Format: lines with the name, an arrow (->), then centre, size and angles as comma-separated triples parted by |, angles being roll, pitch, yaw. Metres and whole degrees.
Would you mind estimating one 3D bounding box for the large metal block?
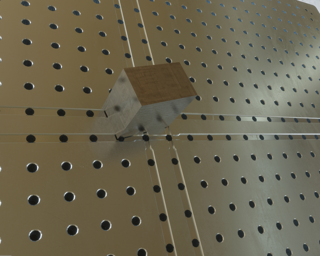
large metal block -> -0.014, -0.034, 0.387 | 0.081, 0.080, 0.050 | -14, 70, -34
